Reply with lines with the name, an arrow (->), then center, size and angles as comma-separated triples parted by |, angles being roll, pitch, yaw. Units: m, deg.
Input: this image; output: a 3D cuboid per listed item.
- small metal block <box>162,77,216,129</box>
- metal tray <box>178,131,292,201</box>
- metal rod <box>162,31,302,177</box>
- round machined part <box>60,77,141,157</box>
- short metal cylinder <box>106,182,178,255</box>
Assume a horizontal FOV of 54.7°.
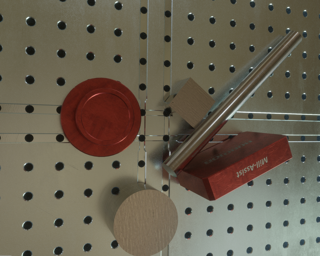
small metal block -> 0.040, -0.034, 0.429 | 0.050, 0.025, 0.050 | 41, 77, -16
metal tray -> 0.095, 0.045, 0.414 | 0.131, 0.090, 0.030 | -23, 101, -19
metal rod -> 0.113, -0.045, 0.443 | 0.301, 0.025, 0.025 | -44, 104, -20
round machined part -> -0.070, -0.013, 0.378 | 0.099, 0.042, 0.097 | 0, 90, -21
short metal cylinder -> -0.024, 0.113, 0.392 | 0.081, 0.050, 0.079 | 0, 90, -21
